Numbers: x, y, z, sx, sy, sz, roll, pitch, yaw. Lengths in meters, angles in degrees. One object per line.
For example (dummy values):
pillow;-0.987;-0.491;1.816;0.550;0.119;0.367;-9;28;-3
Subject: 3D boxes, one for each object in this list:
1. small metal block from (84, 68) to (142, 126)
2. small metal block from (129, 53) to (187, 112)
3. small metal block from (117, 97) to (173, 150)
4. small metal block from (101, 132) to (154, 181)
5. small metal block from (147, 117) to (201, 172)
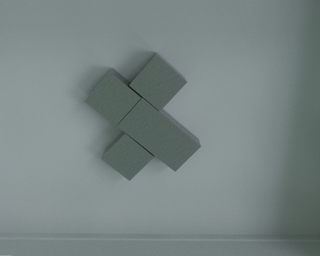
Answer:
small metal block;-0.058;-0.039;0.394;0.050;0.025;0.050;40;105;-14
small metal block;-0.002;-0.058;0.387;0.050;0.025;0.050;40;104;-14
small metal block;-0.019;-0.009;0.405;0.050;0.025;0.050;40;105;-14
small metal block;-0.043;0.035;0.422;0.050;0.025;0.050;41;106;-14
small metal block;0.018;0.022;0.417;0.050;0.025;0.050;40;105;-14
